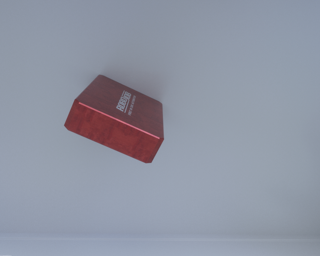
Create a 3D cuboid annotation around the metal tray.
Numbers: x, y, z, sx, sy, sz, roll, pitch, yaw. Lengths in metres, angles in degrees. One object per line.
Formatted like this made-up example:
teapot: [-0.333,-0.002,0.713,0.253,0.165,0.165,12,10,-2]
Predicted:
metal tray: [-0.043,-0.017,0.349,0.090,0.130,0.030,24,108,-9]
